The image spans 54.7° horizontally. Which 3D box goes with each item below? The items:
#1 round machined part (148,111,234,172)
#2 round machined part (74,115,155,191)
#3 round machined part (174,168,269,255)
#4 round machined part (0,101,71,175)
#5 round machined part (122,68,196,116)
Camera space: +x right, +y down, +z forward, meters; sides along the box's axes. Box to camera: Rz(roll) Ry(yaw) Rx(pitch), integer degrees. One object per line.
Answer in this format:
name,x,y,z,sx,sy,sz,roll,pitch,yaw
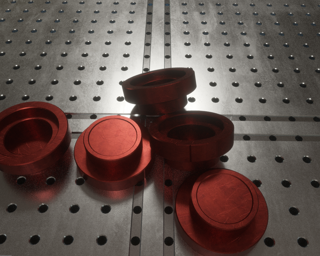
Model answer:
round machined part,0.037,0.016,0.367,0.099,0.042,0.098,-3,24,2
round machined part,-0.055,0.023,0.377,0.099,0.042,0.098,0,50,0
round machined part,0.065,0.083,0.328,0.099,0.042,0.098,0,50,0
round machined part,-0.159,0.016,0.381,0.099,0.042,0.098,0,50,0
round machined part,0.001,-0.048,0.420,0.099,0.042,0.098,-9,23,4
